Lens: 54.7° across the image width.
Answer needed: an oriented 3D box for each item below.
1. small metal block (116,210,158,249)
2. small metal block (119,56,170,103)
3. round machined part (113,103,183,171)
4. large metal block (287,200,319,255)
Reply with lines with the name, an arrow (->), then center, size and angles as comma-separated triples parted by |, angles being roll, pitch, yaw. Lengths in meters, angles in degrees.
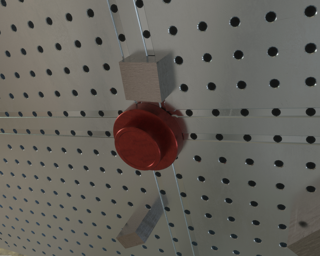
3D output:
small metal block -> -0.038, 0.170, 0.518 | 0.050, 0.050, 0.025 | -31, 101, 37
small metal block -> -0.019, -0.061, 0.382 | 0.050, 0.025, 0.050 | 6, 121, 24
round machined part -> -0.022, 0.019, 0.422 | 0.098, 0.042, 0.097 | 13, 124, 20
large metal block -> 0.212, 0.130, 0.364 | 0.080, 0.050, 0.080 | 38, 129, 2
